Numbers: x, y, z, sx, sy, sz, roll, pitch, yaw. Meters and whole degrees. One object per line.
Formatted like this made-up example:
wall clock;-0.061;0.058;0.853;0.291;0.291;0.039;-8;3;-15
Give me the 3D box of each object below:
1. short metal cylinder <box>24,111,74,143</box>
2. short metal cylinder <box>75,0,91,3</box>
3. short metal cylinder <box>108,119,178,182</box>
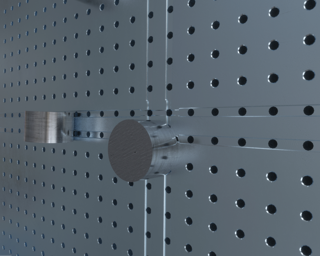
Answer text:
short metal cylinder;-0.189;-0.003;0.530;0.080;0.081;0.050;4;93;40
short metal cylinder;-0.140;-0.254;0.508;0.080;0.050;0.079;0;90;40
short metal cylinder;-0.023;0.029;0.413;0.080;0.050;0.079;0;90;40
